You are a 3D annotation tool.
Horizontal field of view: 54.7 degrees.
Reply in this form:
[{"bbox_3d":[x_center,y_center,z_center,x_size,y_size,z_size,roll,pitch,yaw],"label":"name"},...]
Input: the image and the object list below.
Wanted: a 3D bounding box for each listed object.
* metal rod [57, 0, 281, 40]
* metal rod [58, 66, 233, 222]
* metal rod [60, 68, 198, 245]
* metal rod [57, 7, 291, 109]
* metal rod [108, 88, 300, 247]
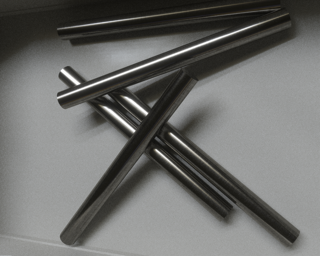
[{"bbox_3d":[-0.002,-0.145,0.410,0.301,0.025,0.025,-1,90,19],"label":"metal rod"},{"bbox_3d":[-0.029,0.012,0.419,0.300,0.025,0.025,40,103,15],"label":"metal rod"},{"bbox_3d":[-0.051,0.050,0.405,0.025,0.025,0.299,43,111,14],"label":"metal rod"},{"bbox_3d":[0.007,-0.082,0.390,0.301,0.025,0.025,-18,84,12],"label":"metal rod"},{"bbox_3d":[0.042,0.034,0.394,0.300,0.025,0.025,40,103,15],"label":"metal rod"}]
